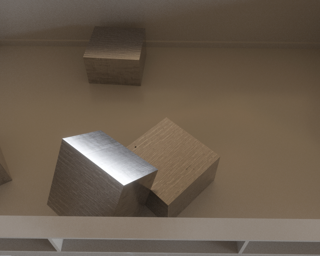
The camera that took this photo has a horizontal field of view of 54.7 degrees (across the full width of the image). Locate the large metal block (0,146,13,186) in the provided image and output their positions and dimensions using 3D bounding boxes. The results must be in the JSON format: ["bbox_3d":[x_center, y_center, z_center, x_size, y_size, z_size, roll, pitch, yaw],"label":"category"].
[{"bbox_3d":[-0.231,0.036,0.357,0.081,0.050,0.080,-25,55,-20],"label":"large metal block"}]

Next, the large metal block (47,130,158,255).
[{"bbox_3d":[-0.059,0.059,0.308,0.080,0.079,0.050,31,25,26],"label":"large metal block"}]

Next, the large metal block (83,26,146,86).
[{"bbox_3d":[-0.066,-0.113,0.483,0.080,0.050,0.080,3,50,3],"label":"large metal block"}]

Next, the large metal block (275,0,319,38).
[{"bbox_3d":[0.267,-0.221,0.560,0.080,0.080,0.050,27,55,20],"label":"large metal block"}]

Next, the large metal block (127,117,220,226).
[{"bbox_3d":[0.008,0.046,0.350,0.080,0.050,0.080,37,59,27],"label":"large metal block"}]
